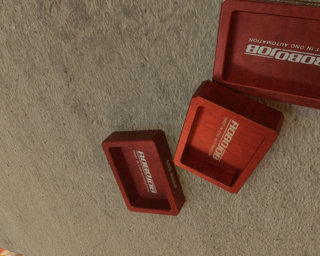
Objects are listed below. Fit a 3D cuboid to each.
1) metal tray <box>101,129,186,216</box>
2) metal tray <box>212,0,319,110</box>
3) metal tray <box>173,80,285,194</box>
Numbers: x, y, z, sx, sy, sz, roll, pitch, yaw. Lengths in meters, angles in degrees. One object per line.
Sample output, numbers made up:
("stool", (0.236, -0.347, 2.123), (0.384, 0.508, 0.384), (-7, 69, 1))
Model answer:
("metal tray", (-0.023, 0.067, 0.456), (0.090, 0.030, 0.129), (-3, 117, 29))
("metal tray", (0.121, -0.072, 0.295), (0.130, 0.030, 0.089), (15, 125, 19))
("metal tray", (0.070, 0.016, 0.355), (0.090, 0.030, 0.129), (26, 143, 11))
